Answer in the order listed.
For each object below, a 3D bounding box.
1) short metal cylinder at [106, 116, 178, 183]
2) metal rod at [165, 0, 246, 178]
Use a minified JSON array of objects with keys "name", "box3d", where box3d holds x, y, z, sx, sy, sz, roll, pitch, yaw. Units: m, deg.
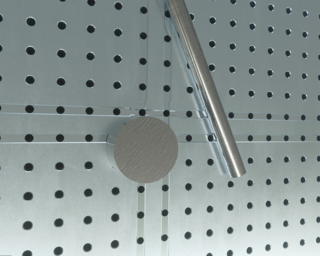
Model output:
[{"name":"short metal cylinder","box3d":[-0.024,0.026,0.391,0.081,0.050,0.079,0,90,-21]},{"name":"metal rod","box3d":[0.061,-0.070,0.436,0.025,0.025,0.298,-24,98,-19]}]
